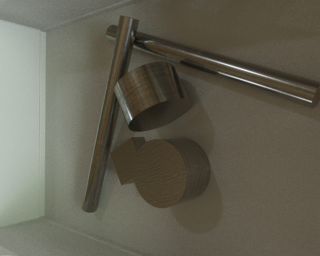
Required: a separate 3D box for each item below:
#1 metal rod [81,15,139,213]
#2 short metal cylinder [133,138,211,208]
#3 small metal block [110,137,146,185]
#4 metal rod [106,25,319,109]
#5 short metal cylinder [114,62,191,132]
[{"bbox_3d":[-0.076,-0.007,0.448,0.025,0.025,0.298,30,114,35],"label":"metal rod"},{"bbox_3d":[0.014,0.053,0.378,0.080,0.050,0.079,0,90,39],"label":"short metal cylinder"},{"bbox_3d":[-0.038,0.046,0.436,0.050,0.025,0.050,-35,69,34],"label":"small metal block"},{"bbox_3d":[0.038,-0.085,0.373,0.300,0.025,0.025,27,107,36],"label":"metal rod"},{"bbox_3d":[-0.009,-0.036,0.377,0.080,0.081,0.050,-35,69,34],"label":"short metal cylinder"}]
